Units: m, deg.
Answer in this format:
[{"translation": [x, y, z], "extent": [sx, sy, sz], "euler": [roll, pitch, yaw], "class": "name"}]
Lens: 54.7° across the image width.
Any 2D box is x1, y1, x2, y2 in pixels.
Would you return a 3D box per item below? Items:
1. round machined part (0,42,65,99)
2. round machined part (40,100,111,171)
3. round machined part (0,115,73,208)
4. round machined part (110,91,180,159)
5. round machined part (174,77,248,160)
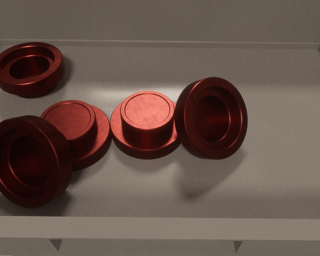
[{"translation": [-0.191, -0.082, 0.460], "extent": [0.099, 0.042, 0.098], "euler": [0, 50, 0], "class": "round machined part"}, {"translation": [-0.112, 0.002, 0.390], "extent": [0.099, 0.042, 0.098], "euler": [0, 50, 0], "class": "round machined part"}, {"translation": [-0.137, 0.034, 0.340], "extent": [0.098, 0.097, 0.042], "euler": [22, 18, 17], "class": "round machined part"}, {"translation": [-0.016, -0.011, 0.403], "extent": [0.099, 0.042, 0.098], "euler": [1, 50, 0], "class": "round machined part"}, {"translation": [0.058, -0.011, 0.381], "extent": [0.099, 0.098, 0.042], "euler": [-38, 16, -27], "class": "round machined part"}]
